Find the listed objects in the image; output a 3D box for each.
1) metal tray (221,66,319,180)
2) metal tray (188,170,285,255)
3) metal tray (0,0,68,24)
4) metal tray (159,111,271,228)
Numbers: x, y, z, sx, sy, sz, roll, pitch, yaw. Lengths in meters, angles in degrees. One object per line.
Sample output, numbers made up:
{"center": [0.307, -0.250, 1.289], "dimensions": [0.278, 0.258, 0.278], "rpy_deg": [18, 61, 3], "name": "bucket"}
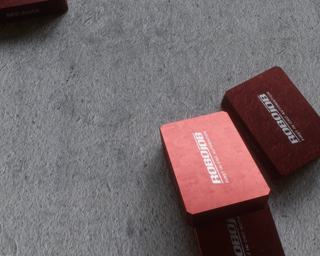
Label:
{"center": [0.154, -0.009, 0.410], "dimensions": [0.090, 0.030, 0.130], "rpy_deg": [-28, 72, -10], "name": "metal tray"}
{"center": [0.086, 0.121, 0.362], "dimensions": [0.091, 0.030, 0.130], "rpy_deg": [-11, 70, -4], "name": "metal tray"}
{"center": [-0.217, -0.215, 0.482], "dimensions": [0.131, 0.030, 0.090], "rpy_deg": [-12, 71, -5], "name": "metal tray"}
{"center": [0.058, 0.042, 0.364], "dimensions": [0.091, 0.030, 0.130], "rpy_deg": [-13, 47, -5], "name": "metal tray"}
